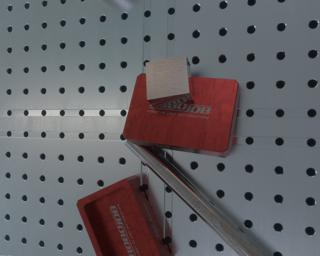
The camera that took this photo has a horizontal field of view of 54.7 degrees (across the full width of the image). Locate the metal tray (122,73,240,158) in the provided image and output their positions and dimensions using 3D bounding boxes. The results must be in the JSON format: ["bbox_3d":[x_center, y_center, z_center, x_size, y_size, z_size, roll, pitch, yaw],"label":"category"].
[{"bbox_3d":[0.027,-0.018,0.387,0.130,0.030,0.090,7,75,19],"label":"metal tray"}]

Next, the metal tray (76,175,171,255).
[{"bbox_3d":[-0.050,0.143,0.427,0.090,0.030,0.130,-27,81,17],"label":"metal tray"}]

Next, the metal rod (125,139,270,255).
[{"bbox_3d":[0.069,0.113,0.388,0.300,0.025,0.025,42,103,15],"label":"metal rod"}]

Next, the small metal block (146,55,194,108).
[{"bbox_3d":[0.011,-0.056,0.373,0.050,0.025,0.050,-8,70,15],"label":"small metal block"}]
